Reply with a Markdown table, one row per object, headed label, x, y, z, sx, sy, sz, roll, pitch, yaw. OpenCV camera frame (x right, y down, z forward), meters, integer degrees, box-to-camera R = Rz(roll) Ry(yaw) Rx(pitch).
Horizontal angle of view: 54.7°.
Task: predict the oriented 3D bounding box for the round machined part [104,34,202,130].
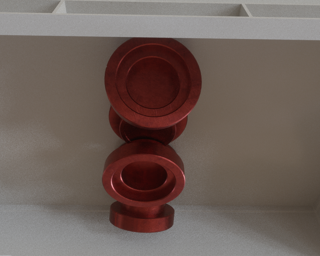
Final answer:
| label | x | y | z | sx | sy | sz | roll | pitch | yaw |
| --- | --- | --- | --- | --- | --- | --- | --- | --- | --- |
| round machined part | -0.008 | -0.046 | 0.332 | 0.099 | 0.097 | 0.042 | 5 | 172 | -5 |

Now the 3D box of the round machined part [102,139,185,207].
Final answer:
| label | x | y | z | sx | sy | sz | roll | pitch | yaw |
| --- | --- | --- | --- | --- | --- | --- | --- | --- | --- |
| round machined part | -0.019 | 0.052 | 0.383 | 0.099 | 0.042 | 0.097 | -1 | 130 | 0 |

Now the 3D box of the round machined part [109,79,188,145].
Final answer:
| label | x | y | z | sx | sy | sz | roll | pitch | yaw |
| --- | --- | --- | --- | --- | --- | --- | --- | --- | --- |
| round machined part | -0.015 | -0.010 | 0.387 | 0.099 | 0.042 | 0.097 | -1 | 130 | 0 |

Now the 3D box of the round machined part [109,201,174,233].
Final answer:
| label | x | y | z | sx | sy | sz | roll | pitch | yaw |
| --- | --- | --- | --- | --- | --- | --- | --- | --- | --- |
| round machined part | -0.027 | 0.122 | 0.476 | 0.099 | 0.098 | 0.042 | 5 | 93 | -5 |

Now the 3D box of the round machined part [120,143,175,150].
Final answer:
| label | x | y | z | sx | sy | sz | roll | pitch | yaw |
| --- | --- | --- | --- | --- | --- | --- | --- | --- | --- |
| round machined part | -0.021 | 0.064 | 0.450 | 0.099 | 0.042 | 0.097 | -1 | 130 | 0 |
